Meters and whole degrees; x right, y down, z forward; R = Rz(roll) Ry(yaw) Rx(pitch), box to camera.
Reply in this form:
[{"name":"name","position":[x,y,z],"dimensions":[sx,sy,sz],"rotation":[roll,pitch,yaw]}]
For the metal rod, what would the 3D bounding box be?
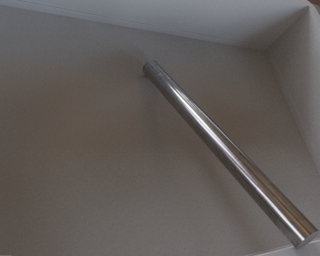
[{"name":"metal rod","position":[0.056,0.003,0.358],"dimensions":[0.025,0.025,0.300],"rotation":[-7,42,-31]}]
